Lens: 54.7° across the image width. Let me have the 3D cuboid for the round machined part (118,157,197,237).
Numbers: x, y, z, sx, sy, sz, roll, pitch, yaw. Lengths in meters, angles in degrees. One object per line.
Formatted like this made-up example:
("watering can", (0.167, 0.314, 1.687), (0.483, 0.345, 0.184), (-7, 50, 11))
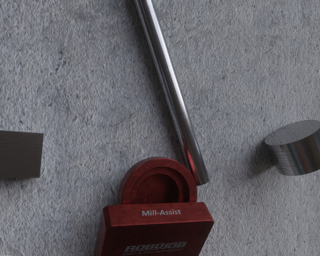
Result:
("round machined part", (-0.006, 0.086, 0.398), (0.099, 0.042, 0.097), (0, 90, -20))

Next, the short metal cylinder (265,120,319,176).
("short metal cylinder", (0.203, 0.028, 0.455), (0.080, 0.080, 0.050), (-29, 100, -18))

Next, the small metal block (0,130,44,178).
("small metal block", (-0.160, 0.029, 0.350), (0.050, 0.025, 0.050), (5, 88, -20))

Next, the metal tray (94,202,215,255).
("metal tray", (-0.009, 0.135, 0.380), (0.131, 0.030, 0.089), (3, 123, -20))

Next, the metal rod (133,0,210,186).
("metal rod", (0.011, -0.066, 0.413), (0.025, 0.025, 0.298), (-21, 97, -19))
